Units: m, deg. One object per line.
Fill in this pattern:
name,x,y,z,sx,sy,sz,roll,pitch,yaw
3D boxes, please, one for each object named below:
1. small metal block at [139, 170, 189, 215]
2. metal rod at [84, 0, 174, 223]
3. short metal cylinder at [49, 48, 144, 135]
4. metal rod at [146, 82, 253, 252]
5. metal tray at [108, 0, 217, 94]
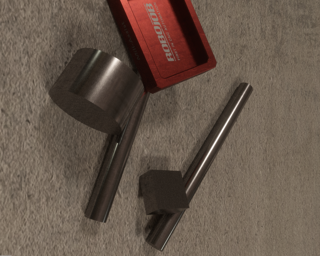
small metal block,0.005,0.082,0.397,0.050,0.025,0.050,9,57,-37
metal rod,-0.028,-0.036,0.383,0.025,0.025,0.299,29,72,-37
short metal cylinder,-0.063,-0.035,0.317,0.080,0.080,0.050,41,65,-33
metal rod,0.070,0.042,0.465,0.025,0.025,0.301,50,60,-29
metal tray,0.004,-0.117,0.376,0.091,0.030,0.129,-25,94,-24
